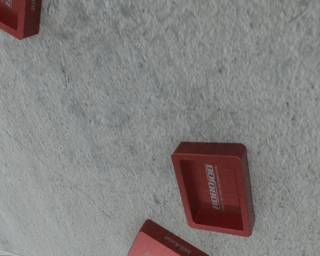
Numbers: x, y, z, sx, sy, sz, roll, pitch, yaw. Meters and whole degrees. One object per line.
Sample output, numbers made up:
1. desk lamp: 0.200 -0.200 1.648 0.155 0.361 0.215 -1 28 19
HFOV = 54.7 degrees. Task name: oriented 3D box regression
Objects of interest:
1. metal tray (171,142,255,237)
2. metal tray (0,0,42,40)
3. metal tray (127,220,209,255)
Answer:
1. metal tray: 0.073 0.082 0.414 0.090 0.030 0.129 0 119 27
2. metal tray: -0.192 -0.189 0.385 0.090 0.030 0.129 31 128 8
3. metal tray: 0.015 0.224 0.532 0.130 0.030 0.089 29 128 9
